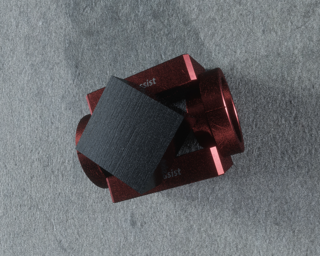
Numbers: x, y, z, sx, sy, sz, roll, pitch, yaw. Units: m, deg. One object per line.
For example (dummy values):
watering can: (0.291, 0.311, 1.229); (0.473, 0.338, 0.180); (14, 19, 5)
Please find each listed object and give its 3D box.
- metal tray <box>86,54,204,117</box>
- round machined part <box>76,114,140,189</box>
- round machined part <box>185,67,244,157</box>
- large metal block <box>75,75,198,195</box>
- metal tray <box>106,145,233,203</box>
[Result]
metal tray: (-0.011, -0.044, 0.380); (0.130, 0.090, 0.030); (-19, 84, 18)
round machined part: (-0.059, 0.024, 0.391); (0.042, 0.098, 0.097); (-16, 85, 19)
round machined part: (0.060, -0.015, 0.349); (0.042, 0.098, 0.097); (-16, 85, 19)
large metal block: (-0.022, 0.005, 0.306); (0.080, 0.050, 0.080); (31, 100, 17)
metal tray: (0.015, 0.051, 0.368); (0.130, 0.090, 0.030); (-18, 84, 18)
